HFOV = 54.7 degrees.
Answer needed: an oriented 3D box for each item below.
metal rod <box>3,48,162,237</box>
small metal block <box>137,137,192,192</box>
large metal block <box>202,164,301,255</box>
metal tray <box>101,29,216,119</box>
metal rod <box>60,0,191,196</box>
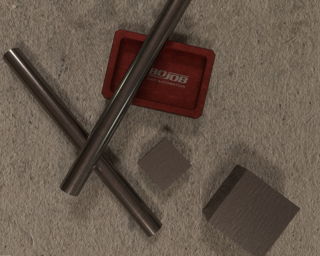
[{"bbox_3d":[-0.101,0.019,0.408,0.025,0.025,0.300,-39,91,0],"label":"metal rod"},{"bbox_3d":[0.006,0.047,0.410,0.050,0.025,0.050,-43,91,0],"label":"small metal block"},{"bbox_3d":[0.114,0.105,0.399,0.080,0.050,0.080,37,90,-1],"label":"large metal block"},{"bbox_3d":[-0.002,-0.069,0.407,0.131,0.030,0.089,13,90,-1],"label":"metal tray"},{"bbox_3d":[-0.036,-0.053,0.378,0.025,0.025,0.299,30,90,-1],"label":"metal rod"}]
